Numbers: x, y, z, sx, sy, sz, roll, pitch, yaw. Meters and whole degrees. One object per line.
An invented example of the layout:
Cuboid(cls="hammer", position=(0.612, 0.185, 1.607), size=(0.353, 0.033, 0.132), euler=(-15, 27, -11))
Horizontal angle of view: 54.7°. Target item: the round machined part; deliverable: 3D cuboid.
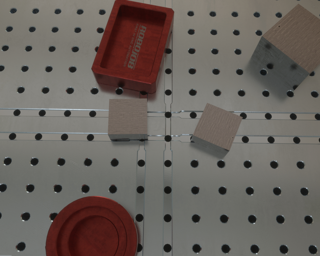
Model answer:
Cuboid(cls="round machined part", position=(-0.074, 0.130, 0.354), size=(0.099, 0.042, 0.098), euler=(0, 70, -1))

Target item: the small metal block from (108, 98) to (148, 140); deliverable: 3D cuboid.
Cuboid(cls="small metal block", position=(-0.042, -0.011, 0.415), size=(0.050, 0.025, 0.050), euler=(-1, 70, -1))

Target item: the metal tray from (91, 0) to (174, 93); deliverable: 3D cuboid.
Cuboid(cls="metal tray", position=(-0.036, -0.122, 0.452), size=(0.090, 0.030, 0.130), euler=(12, 70, 4))

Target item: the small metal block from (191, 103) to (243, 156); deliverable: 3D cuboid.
Cuboid(cls="small metal block", position=(0.075, 0.002, 0.412), size=(0.050, 0.025, 0.050), euler=(23, 71, 8))

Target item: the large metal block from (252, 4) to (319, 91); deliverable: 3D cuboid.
Cuboid(cls="large metal block", position=(0.195, -0.115, 0.443), size=(0.080, 0.050, 0.080), euler=(-42, 76, -14))
